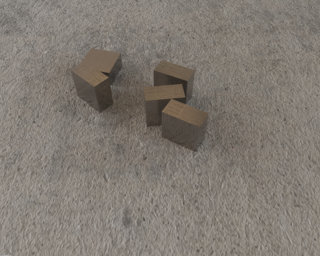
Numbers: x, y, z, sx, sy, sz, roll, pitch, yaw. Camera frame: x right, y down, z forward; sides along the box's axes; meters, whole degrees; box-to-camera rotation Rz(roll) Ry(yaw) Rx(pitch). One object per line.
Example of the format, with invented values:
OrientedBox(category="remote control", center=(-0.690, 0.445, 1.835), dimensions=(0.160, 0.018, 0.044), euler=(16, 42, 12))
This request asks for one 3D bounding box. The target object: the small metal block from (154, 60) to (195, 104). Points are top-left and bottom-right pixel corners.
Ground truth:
OrientedBox(category="small metal block", center=(0.019, -0.063, 0.440), dimensions=(0.050, 0.050, 0.025), euler=(21, 53, 16))

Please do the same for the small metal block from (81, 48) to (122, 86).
OrientedBox(category="small metal block", center=(-0.092, -0.096, 0.483), dimensions=(0.050, 0.025, 0.050), euler=(12, 51, 9))

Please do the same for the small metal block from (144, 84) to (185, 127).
OrientedBox(category="small metal block", center=(0.005, -0.030, 0.412), dimensions=(0.050, 0.050, 0.025), euler=(-6, 50, -5))

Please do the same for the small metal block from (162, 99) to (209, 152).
OrientedBox(category="small metal block", center=(0.030, -0.003, 0.389), dimensions=(0.050, 0.050, 0.025), euler=(23, 54, 18))

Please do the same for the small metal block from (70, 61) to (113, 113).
OrientedBox(category="small metal block", center=(-0.095, -0.057, 0.434), dimensions=(0.050, 0.050, 0.025), euler=(35, 59, 26))
